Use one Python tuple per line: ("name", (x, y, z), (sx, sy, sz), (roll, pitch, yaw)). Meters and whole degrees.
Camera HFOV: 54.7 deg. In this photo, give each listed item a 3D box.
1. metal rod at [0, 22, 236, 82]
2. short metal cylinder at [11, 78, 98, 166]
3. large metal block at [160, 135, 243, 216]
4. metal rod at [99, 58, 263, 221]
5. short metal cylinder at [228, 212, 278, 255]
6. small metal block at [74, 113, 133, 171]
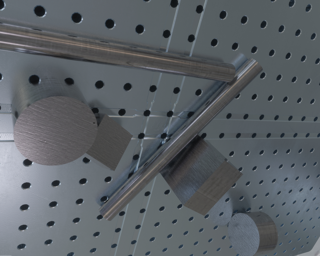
("metal rod", (-0.038, -0.079, 0.341), (0.303, 0.025, 0.025), (2, 117, -30))
("short metal cylinder", (-0.113, -0.007, 0.329), (0.081, 0.050, 0.079), (-14, 124, -21))
("large metal block", (0.056, 0.063, 0.446), (0.080, 0.080, 0.050), (-49, 129, 6))
("metal rod", (0.027, 0.018, 0.437), (0.300, 0.025, 0.025), (-45, 129, 3))
("short metal cylinder", (0.179, 0.205, 0.600), (0.050, 0.080, 0.079), (6, 116, -31))
("small metal block", (-0.067, 0.017, 0.371), (0.050, 0.025, 0.050), (42, 65, -39))
